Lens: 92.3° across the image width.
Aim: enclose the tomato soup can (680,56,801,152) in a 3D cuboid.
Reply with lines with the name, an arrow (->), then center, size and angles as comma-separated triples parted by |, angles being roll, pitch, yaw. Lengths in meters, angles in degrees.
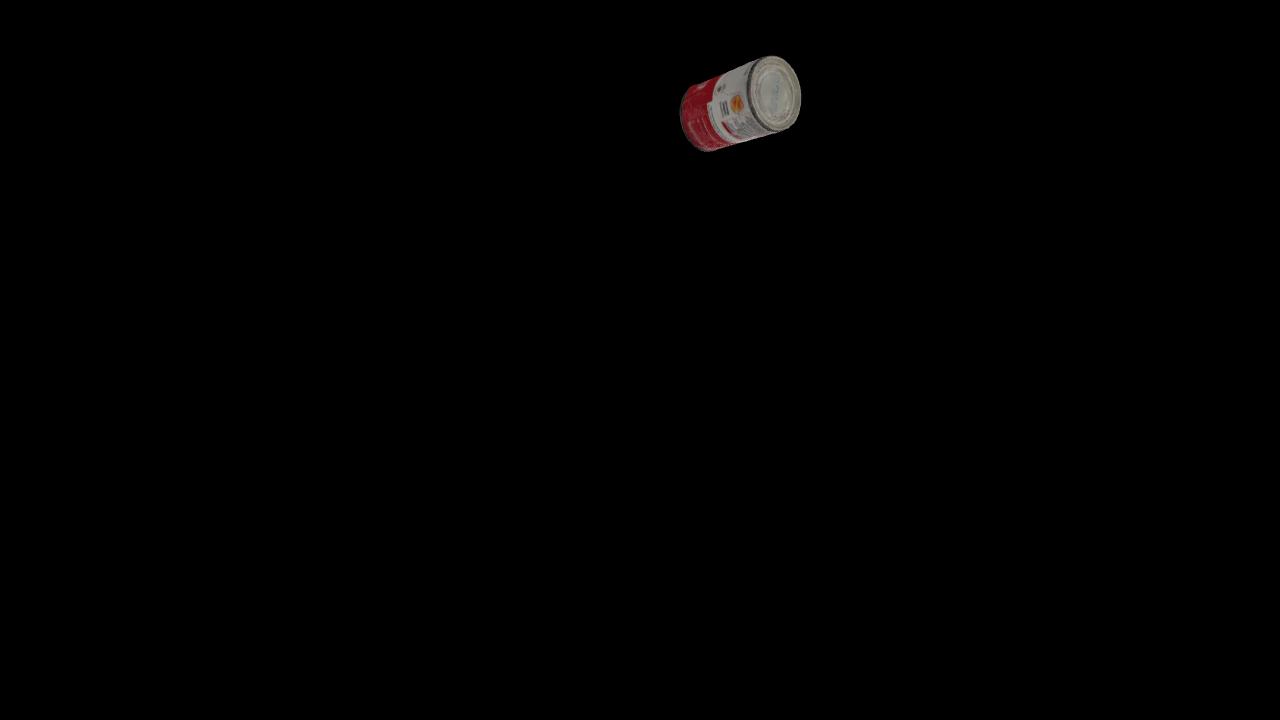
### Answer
tomato soup can -> 0.095, -0.243, 0.590 | 0.068, 0.068, 0.101 | 0, 6, -33
